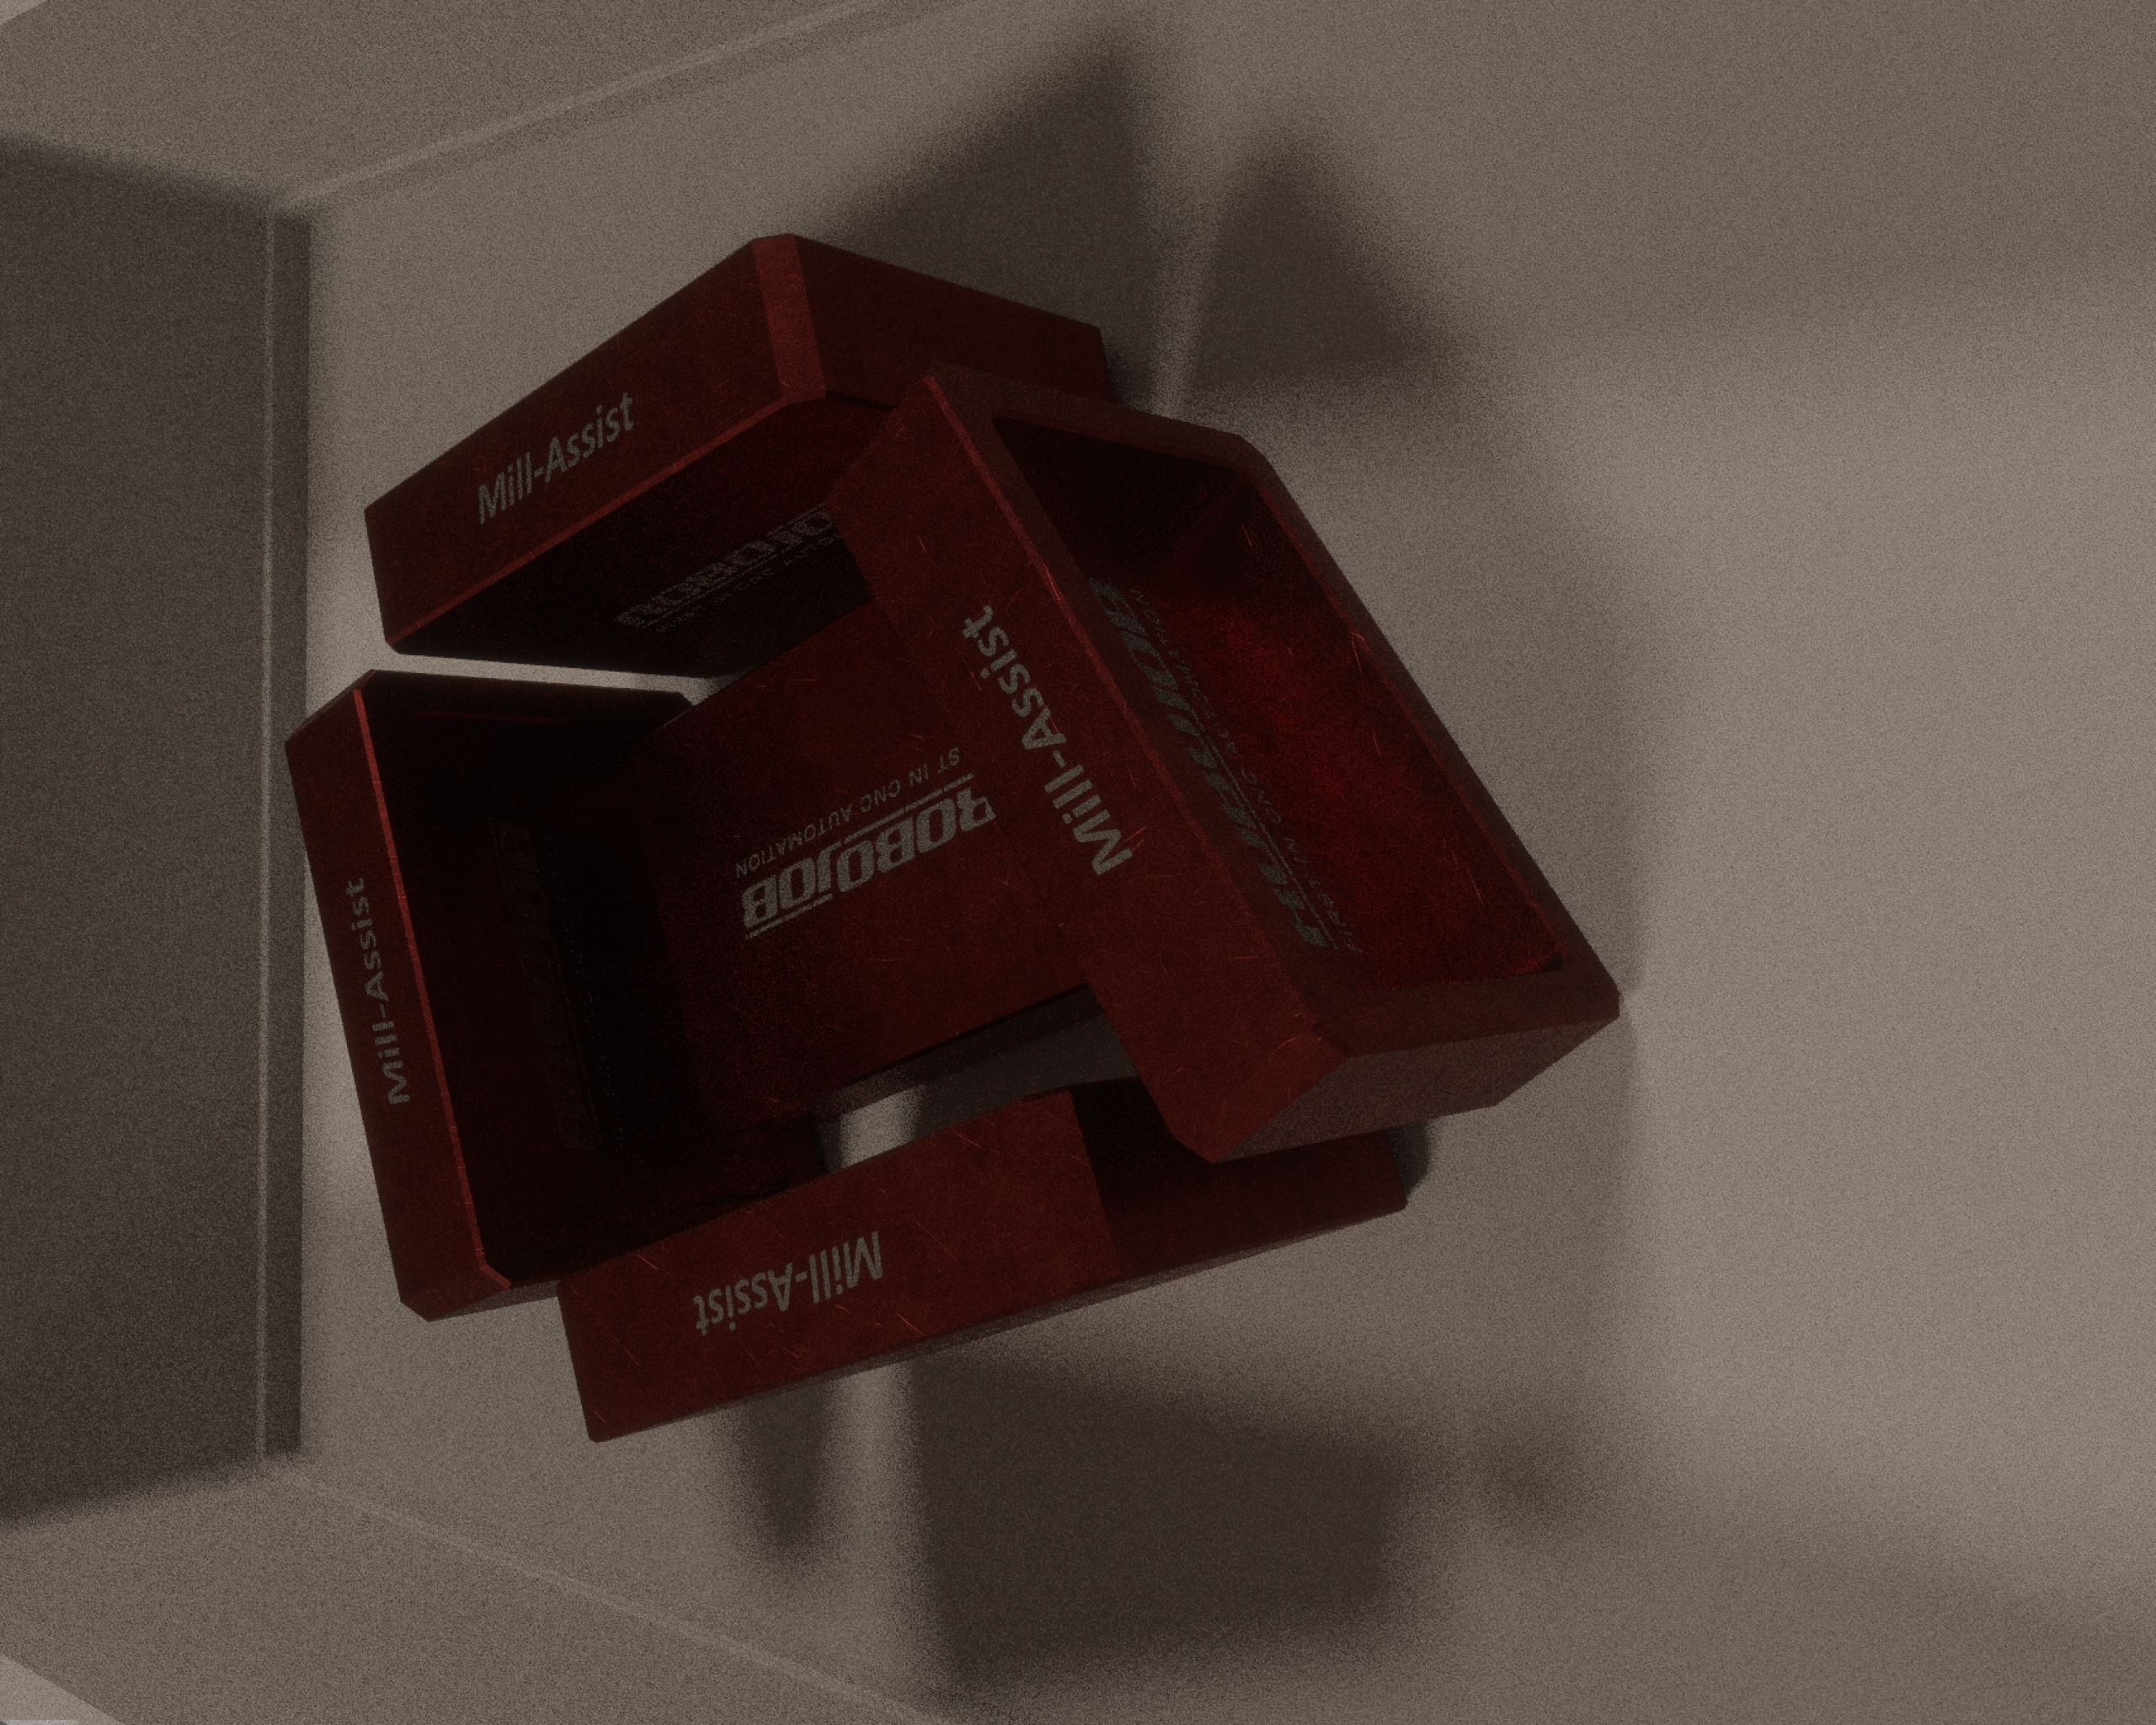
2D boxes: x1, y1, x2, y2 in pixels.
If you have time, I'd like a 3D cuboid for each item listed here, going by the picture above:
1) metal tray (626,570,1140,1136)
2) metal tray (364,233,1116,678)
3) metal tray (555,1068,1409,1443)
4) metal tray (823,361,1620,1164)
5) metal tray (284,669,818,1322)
[{"bbox_3d":[-0.033,-0.005,0.425,0.130,0.030,0.090,-25,75,37],"label":"metal tray"},{"bbox_3d":[-0.067,-0.074,0.415,0.130,0.091,0.030,-20,78,38],"label":"metal tray"},{"bbox_3d":[-0.019,0.069,0.375,0.130,0.091,0.030,-26,74,37],"label":"metal tray"},{"bbox_3d":[0.024,-0.019,0.341,0.030,0.091,0.130,-44,64,32],"label":"metal tray"},{"bbox_3d":[-0.111,0.026,0.451,0.030,0.091,0.129,-27,74,37],"label":"metal tray"}]
